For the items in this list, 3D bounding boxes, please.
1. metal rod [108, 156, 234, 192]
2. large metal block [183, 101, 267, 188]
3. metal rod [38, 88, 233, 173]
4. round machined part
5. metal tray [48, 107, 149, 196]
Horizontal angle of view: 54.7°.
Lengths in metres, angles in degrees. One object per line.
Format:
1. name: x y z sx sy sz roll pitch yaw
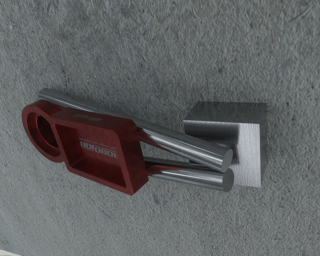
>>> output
1. metal rod: -0.043 0.047 0.417 0.300 0.025 0.025 3 121 41
2. large metal block: 0.078 0.017 0.358 0.080 0.050 0.079 4 120 26
3. metal rod: -0.053 -0.008 0.388 0.300 0.025 0.025 19 127 32
4. round machined part: -0.161 0.001 0.473 0.098 0.042 0.097 21 129 28
5. metal tray: -0.080 0.026 0.395 0.130 0.030 0.089 11 124 37
